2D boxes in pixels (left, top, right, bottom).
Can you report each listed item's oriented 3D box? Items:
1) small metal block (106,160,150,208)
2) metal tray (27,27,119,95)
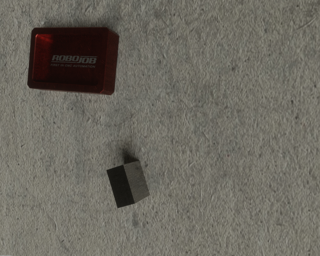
[{"bbox_3d":[-0.041,0.073,0.410,0.025,0.050,0.050,-20,84,19],"label":"small metal block"},{"bbox_3d":[-0.128,-0.097,0.451,0.130,0.030,0.089,6,92,19],"label":"metal tray"}]
